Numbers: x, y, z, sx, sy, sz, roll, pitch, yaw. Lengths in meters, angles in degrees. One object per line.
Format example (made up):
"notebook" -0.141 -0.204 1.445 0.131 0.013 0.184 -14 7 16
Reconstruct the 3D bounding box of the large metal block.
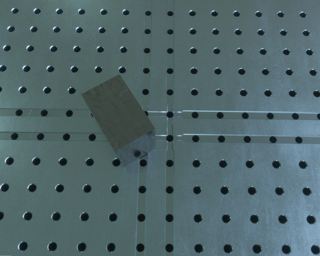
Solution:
"large metal block" -0.048 -0.006 0.384 0.050 0.080 0.080 -30 73 -10
